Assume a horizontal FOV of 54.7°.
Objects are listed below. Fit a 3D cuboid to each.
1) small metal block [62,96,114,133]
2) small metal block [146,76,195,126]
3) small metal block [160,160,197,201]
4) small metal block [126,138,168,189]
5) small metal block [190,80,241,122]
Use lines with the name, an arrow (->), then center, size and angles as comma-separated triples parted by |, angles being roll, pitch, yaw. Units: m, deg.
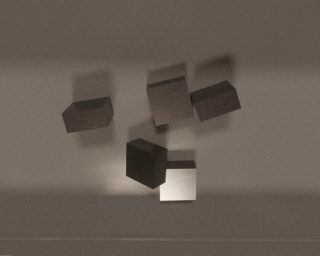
small metal block -> -0.089, -0.018, 0.390 | 0.050, 0.050, 0.025 | -9, 110, 3
small metal block -> 0.013, -0.035, 0.399 | 0.050, 0.025, 0.050 | -14, 110, 4
small metal block -> 0.025, 0.074, 0.439 | 0.050, 0.025, 0.050 | -1, 110, 0
small metal block -> -0.019, 0.047, 0.414 | 0.050, 0.025, 0.050 | 19, 115, 36
small metal block -> 0.068, -0.035, 0.386 | 0.050, 0.050, 0.025 | -19, 109, 6
